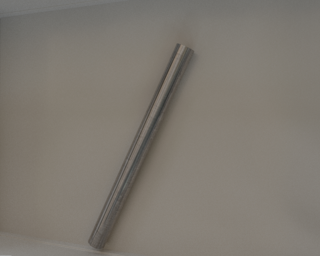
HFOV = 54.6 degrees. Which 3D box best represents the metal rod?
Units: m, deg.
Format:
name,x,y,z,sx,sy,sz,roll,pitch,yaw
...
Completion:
name,x,y,z,sx,sy,sz,roll,pitch,yaw
metal rod,-0.029,0.031,0.421,0.025,0.025,0.299,28,99,18
